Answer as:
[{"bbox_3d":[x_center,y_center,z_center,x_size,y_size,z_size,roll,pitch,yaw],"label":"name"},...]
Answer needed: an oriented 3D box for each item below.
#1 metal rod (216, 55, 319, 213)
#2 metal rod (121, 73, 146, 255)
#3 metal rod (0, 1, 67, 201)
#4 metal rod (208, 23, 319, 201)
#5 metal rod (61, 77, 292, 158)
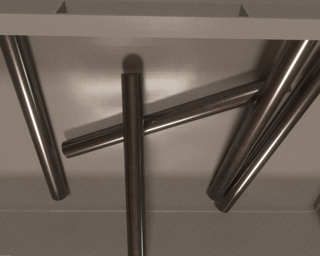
[{"bbox_3d":[0.150,0.024,0.431,0.025,0.025,0.298,13,129,-11],"label":"metal rod"},{"bbox_3d":[-0.032,0.080,0.399,0.025,0.025,0.298,0,106,0],"label":"metal rod"},{"bbox_3d":[-0.159,-0.007,0.400,0.025,0.025,0.298,0,130,-1],"label":"metal rod"},{"bbox_3d":[0.113,0.009,0.393,0.025,0.025,0.298,7,138,-6],"label":"metal rod"},{"bbox_3d":[0.010,-0.012,0.398,0.301,0.025,0.025,-17,128,13],"label":"metal rod"}]
